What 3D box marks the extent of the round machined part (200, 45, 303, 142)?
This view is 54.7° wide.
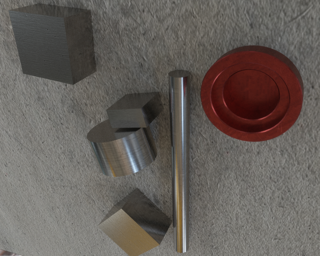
[{"bbox_3d":[0.095,-0.038,0.322,0.098,0.042,0.097,13,124,20],"label":"round machined part"}]

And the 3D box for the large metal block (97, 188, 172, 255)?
[{"bbox_3d":[-0.041,0.157,0.508,0.080,0.050,0.080,45,129,-3],"label":"large metal block"}]

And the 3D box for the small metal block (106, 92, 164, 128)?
[{"bbox_3d":[-0.031,-0.023,0.391,0.050,0.050,0.025,-1,118,28],"label":"small metal block"}]

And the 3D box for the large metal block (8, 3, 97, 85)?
[{"bbox_3d":[-0.132,-0.108,0.392,0.080,0.050,0.079,14,124,20],"label":"large metal block"}]

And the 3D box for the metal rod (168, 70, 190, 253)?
[{"bbox_3d":[0.028,0.066,0.431,0.025,0.025,0.298,11,123,22],"label":"metal rod"}]

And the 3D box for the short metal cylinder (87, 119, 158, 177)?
[{"bbox_3d":[-0.049,0.020,0.408,0.080,0.080,0.050,-2,117,29],"label":"short metal cylinder"}]
